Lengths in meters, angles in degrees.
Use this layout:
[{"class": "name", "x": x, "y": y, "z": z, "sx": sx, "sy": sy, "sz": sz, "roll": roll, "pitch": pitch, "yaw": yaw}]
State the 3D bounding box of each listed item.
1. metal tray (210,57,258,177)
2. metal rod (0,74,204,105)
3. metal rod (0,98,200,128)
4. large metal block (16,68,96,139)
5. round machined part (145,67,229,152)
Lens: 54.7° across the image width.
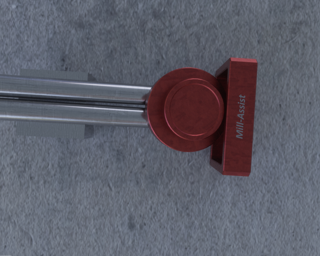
[{"class": "metal tray", "x": 0.087, "y": -0.012, "z": 0.379, "sx": 0.030, "sy": 0.090, "sz": 0.129, "roll": 4, "pitch": 90, "yaw": 0}, {"class": "metal rod", "x": -0.064, "y": -0.042, "z": 0.365, "sx": 0.302, "sy": 0.025, "sz": 0.025, "roll": 2, "pitch": 90, "yaw": -13}, {"class": "metal rod", "x": -0.066, "y": -0.015, "z": 0.365, "sx": 0.302, "sy": 0.025, "sz": 0.025, "roll": 3, "pitch": 90, "yaw": -13}, {"class": "large metal block", "x": -0.128, "y": -0.029, "z": 0.393, "sx": 0.081, "sy": 0.050, "sz": 0.079, "roll": 3, "pitch": 90, "yaw": -1}, {"class": "round machined part", "x": 0.034, "y": -0.021, "z": 0.354, "sx": 0.099, "sy": 0.042, "sz": 0.097, "roll": 0, "pitch": 92, "yaw": -11}]
